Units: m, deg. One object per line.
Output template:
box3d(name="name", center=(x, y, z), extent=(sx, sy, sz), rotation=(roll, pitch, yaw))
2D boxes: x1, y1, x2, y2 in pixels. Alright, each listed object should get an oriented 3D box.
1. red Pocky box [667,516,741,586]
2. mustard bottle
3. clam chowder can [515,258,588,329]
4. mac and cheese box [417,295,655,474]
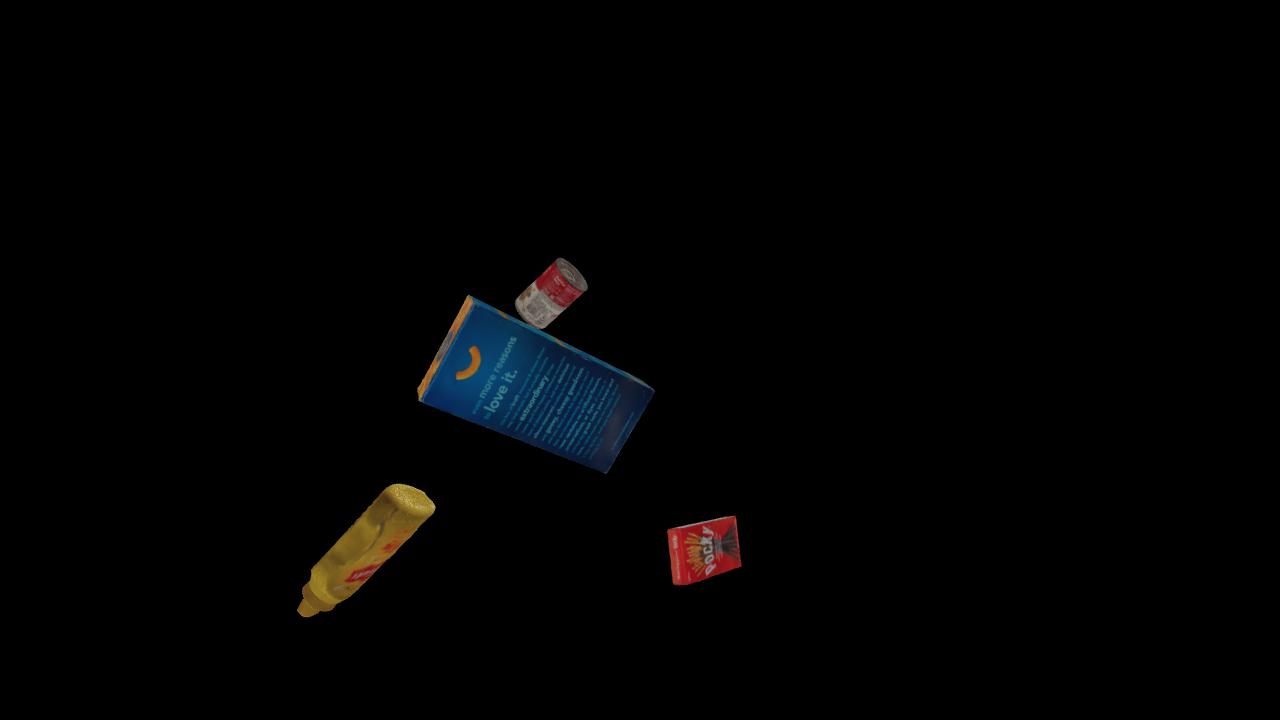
box3d(name="red Pocky box", center=(0.104, 0.295, 0.959), extent=(0.028, 0.083, 0.155), rotation=(-13, -12, 40))
box3d(name="mustard bottle", center=(-0.331, 0.229, 0.723), extent=(0.054, 0.184, 0.092), rotation=(43, -3, 10))
box3d(name="clam chowder can", center=(-0.142, -0.105, 0.984), extent=(0.102, 0.068, 0.068), rotation=(-40, -15, 19))
box3d(name="mac and cheese box", center=(-0.085, 0.026, 0.536), extent=(0.184, 0.093, 0.041), rotation=(28, 6, -29))
